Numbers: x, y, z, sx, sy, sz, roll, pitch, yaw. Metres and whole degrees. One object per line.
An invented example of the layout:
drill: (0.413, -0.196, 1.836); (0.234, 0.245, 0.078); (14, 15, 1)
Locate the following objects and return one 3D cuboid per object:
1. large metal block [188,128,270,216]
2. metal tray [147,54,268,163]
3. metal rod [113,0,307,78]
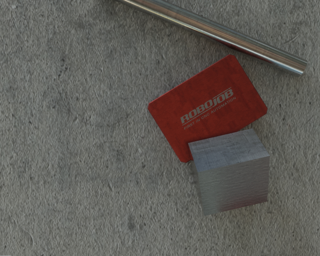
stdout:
large metal block: (0.084, 0.055, 0.380); (0.080, 0.050, 0.080); (-13, 128, -1)
metal tray: (0.061, -0.025, 0.408); (0.130, 0.030, 0.090); (-32, 90, -1)
metal rod: (0.049, -0.137, 0.410); (0.301, 0.025, 0.025); (23, 90, -1)
